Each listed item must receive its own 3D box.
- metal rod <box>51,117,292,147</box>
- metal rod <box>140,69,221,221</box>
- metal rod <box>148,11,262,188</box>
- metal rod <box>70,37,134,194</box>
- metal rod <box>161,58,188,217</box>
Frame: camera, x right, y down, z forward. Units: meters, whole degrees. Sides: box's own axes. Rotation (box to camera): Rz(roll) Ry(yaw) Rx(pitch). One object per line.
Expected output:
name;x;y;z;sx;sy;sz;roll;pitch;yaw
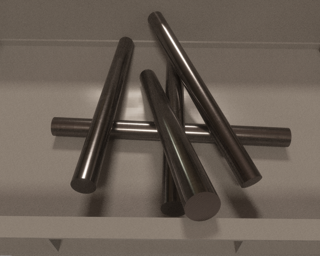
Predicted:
metal rod;0.013;0.005;0.400;0.302;0.025;0.025;3;50;1
metal rod;0.005;-0.012;0.339;0.025;0.025;0.300;-7;27;-6
metal rod;0.046;-0.058;0.412;0.025;0.025;0.299;-16;58;-14
metal rod;-0.066;-0.043;0.413;0.025;0.025;0.300;3;42;2
metal rod;0.019;-0.024;0.395;0.025;0.025;0.300;2;41;1
